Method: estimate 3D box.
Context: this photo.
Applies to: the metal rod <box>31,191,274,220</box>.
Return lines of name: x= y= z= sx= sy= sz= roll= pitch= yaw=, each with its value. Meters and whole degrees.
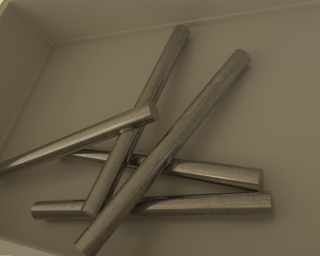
metal rod: x=-0.028 y=0.093 z=0.360 sx=0.301 sy=0.025 sz=0.025 roll=-8 pitch=58 yaw=23

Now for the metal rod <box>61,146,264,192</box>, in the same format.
metal rod: x=-0.027 y=0.043 z=0.390 sx=0.300 sy=0.025 sz=0.025 roll=5 pitch=64 yaw=30

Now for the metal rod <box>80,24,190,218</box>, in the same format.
metal rod: x=-0.021 y=-0.027 z=0.408 sx=0.025 sy=0.025 sz=0.300 roll=7 pitch=59 yaw=31

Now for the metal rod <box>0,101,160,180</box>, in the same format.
metal rod: x=-0.137 y=0.028 z=0.425 sx=0.300 sy=0.025 sz=0.025 roll=-20 pitch=54 yaw=22

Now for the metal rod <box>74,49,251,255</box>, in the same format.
metal rod: x=0.015 y=0.016 z=0.360 sx=0.025 sy=0.025 sz=0.301 roll=27 pitch=68 yaw=37
